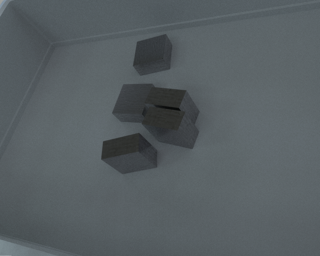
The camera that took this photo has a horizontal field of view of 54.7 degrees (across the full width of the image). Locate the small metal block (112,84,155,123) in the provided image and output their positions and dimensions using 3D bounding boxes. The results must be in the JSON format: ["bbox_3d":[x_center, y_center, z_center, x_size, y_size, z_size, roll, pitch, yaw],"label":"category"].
[{"bbox_3d":[-0.034,-0.036,0.444,0.050,0.025,0.050,4,63,29],"label":"small metal block"}]

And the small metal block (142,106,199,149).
[{"bbox_3d":[0.014,0.000,0.381,0.050,0.050,0.025,11,67,32],"label":"small metal block"}]

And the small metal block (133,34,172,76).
[{"bbox_3d":[-0.011,-0.113,0.479,0.050,0.025,0.050,-8,58,23],"label":"small metal block"}]

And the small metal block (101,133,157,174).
[{"bbox_3d":[-0.037,0.033,0.387,0.050,0.050,0.025,-13,57,20],"label":"small metal block"}]

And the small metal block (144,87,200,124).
[{"bbox_3d":[0.016,-0.026,0.396,0.050,0.050,0.025,10,67,32],"label":"small metal block"}]
